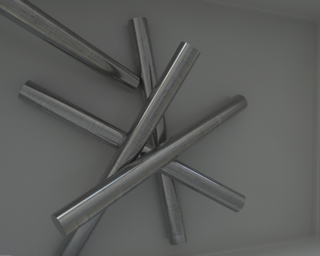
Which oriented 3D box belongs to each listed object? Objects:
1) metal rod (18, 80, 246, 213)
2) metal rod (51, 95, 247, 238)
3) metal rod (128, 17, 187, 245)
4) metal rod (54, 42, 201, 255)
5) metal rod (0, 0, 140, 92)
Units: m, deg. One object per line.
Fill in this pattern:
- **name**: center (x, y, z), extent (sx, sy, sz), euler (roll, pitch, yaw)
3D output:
- **metal rod**: center (-0.025, 0.028, 0.380), extent (0.301, 0.025, 0.025), euler (29, 80, -10)
- **metal rod**: center (0.013, 0.026, 0.369), extent (0.302, 0.025, 0.025), euler (-31, 101, -36)
- **metal rod**: center (-0.002, 0.007, 0.410), extent (0.025, 0.025, 0.298), euler (-12, 94, -20)
- **metal rod**: center (-0.043, 0.039, 0.354), extent (0.025, 0.025, 0.299), euler (29, 96, -18)
- **metal rod**: center (-0.132, -0.111, 0.298), extent (0.301, 0.025, 0.025), euler (29, 80, -43)
